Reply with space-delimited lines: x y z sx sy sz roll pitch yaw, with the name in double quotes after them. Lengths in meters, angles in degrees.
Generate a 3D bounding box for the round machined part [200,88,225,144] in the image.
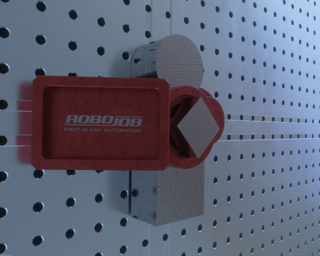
0.055 -0.010 0.442 0.099 0.042 0.097 0 90 -40 "round machined part"

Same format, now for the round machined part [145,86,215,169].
0.020 -0.001 0.377 0.099 0.042 0.097 0 90 -40 "round machined part"

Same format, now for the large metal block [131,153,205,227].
0.011 0.073 0.398 0.081 0.050 0.080 1 90 -40 "large metal block"

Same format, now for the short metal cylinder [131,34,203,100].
0.010 -0.075 0.400 0.081 0.050 0.080 0 90 -40 "short metal cylinder"

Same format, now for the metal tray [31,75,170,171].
-0.057 -0.004 0.311 0.131 0.030 0.089 1 89 -3 "metal tray"

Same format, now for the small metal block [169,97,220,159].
0.037 -0.001 0.360 0.050 0.025 0.050 -49 119 -29 "small metal block"
